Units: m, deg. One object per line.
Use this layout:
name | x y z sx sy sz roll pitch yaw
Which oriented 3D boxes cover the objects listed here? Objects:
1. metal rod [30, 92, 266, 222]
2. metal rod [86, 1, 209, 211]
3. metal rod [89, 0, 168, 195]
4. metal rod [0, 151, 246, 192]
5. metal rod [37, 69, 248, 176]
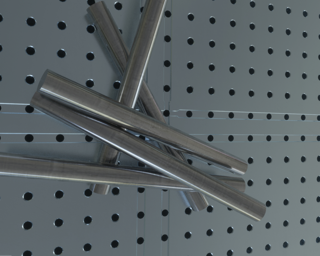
metal rod | -0.005 0.036 0.364 0.301 0.025 0.025 28 81 -10
metal rod | -0.011 -0.021 0.409 0.025 0.025 0.299 -31 101 -18
metal rod | -0.031 -0.064 0.374 0.025 0.025 0.298 16 95 -20
metal rod | -0.027 0.059 0.372 0.302 0.025 0.025 9 87 -22
metal rod | 0.003 0.006 0.381 0.302 0.025 0.025 24 82 -32
